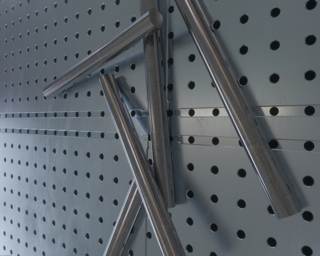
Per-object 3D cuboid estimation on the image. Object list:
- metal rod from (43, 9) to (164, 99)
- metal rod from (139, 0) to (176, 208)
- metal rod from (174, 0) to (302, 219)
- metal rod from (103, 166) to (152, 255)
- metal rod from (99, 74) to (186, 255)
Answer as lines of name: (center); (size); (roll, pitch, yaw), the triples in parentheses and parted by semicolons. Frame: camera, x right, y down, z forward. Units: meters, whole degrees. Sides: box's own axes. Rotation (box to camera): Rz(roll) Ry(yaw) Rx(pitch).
metal rod: (-0.106, -0.100, 0.479); (0.299, 0.025, 0.025); (-18, 79, 44)
metal rod: (-0.005, -0.046, 0.414); (0.025, 0.025, 0.299); (-8, 85, 40)
metal rod: (0.075, -0.048, 0.348); (0.025, 0.025, 0.299); (-34, 69, 35)
metal rod: (-0.071, 0.188, 0.469); (0.025, 0.025, 0.298); (34, 111, 35)
metal rod: (-0.028, 0.044, 0.407); (0.025, 0.025, 0.299); (-44, 56, 31)
